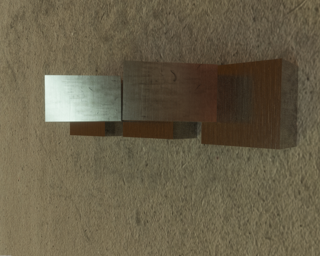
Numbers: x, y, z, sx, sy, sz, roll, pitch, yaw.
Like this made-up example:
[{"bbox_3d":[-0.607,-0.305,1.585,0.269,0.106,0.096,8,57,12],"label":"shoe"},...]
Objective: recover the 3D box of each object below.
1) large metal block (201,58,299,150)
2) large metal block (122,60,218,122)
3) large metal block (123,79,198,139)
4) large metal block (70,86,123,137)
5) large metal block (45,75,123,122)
[{"bbox_3d":[0.091,-0.022,0.315,0.080,0.050,0.079,2,91,39],"label":"large metal block"},{"bbox_3d":[0.005,-0.031,0.302,0.080,0.081,0.050,-172,84,-84],"label":"large metal block"},{"bbox_3d":[0.000,-0.028,0.389,0.080,0.050,0.079,1,91,39],"label":"large metal block"},{"bbox_3d":[-0.089,-0.029,0.461,0.080,0.050,0.079,1,90,39],"label":"large metal block"},{"bbox_3d":[-0.086,-0.032,0.374,0.081,0.080,0.050,-1,90,-6],"label":"large metal block"}]
